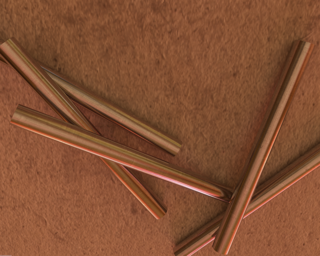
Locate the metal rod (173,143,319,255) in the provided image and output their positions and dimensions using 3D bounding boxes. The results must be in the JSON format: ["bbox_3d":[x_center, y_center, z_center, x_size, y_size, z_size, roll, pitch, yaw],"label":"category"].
[{"bbox_3d":[0.141,0.103,0.449,0.300,0.025,0.025,-40,106,13],"label":"metal rod"}]

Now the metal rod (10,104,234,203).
[{"bbox_3d":[-0.030,0.041,0.392,0.302,0.025,0.025,23,109,-22],"label":"metal rod"}]

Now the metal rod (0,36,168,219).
[{"bbox_3d":[-0.084,0.016,0.397,0.025,0.025,0.300,-33,114,11],"label":"metal rod"}]

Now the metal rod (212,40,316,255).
[{"bbox_3d":[0.131,0.035,0.409,0.025,0.025,0.298,16,104,-6],"label":"metal rod"}]

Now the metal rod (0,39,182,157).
[{"bbox_3d":[-0.106,-0.044,0.391,0.301,0.025,0.025,29,107,-11],"label":"metal rod"}]
